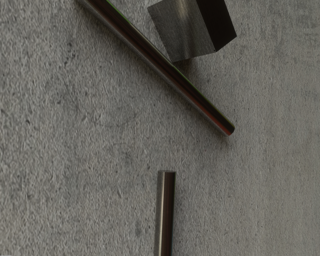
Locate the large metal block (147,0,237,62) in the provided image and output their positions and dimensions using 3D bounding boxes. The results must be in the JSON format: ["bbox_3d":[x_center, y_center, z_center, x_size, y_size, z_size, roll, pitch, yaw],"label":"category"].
[{"bbox_3d":[0.042,-0.139,0.406,0.050,0.080,0.080,-41,115,-33],"label":"large metal block"}]

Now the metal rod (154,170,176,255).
[{"bbox_3d":[0.002,0.207,0.409,0.025,0.025,0.298,5,87,-40],"label":"metal rod"}]

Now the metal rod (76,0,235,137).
[{"bbox_3d":[0.011,-0.074,0.416,0.301,0.025,0.025,38,67,-34],"label":"metal rod"}]
